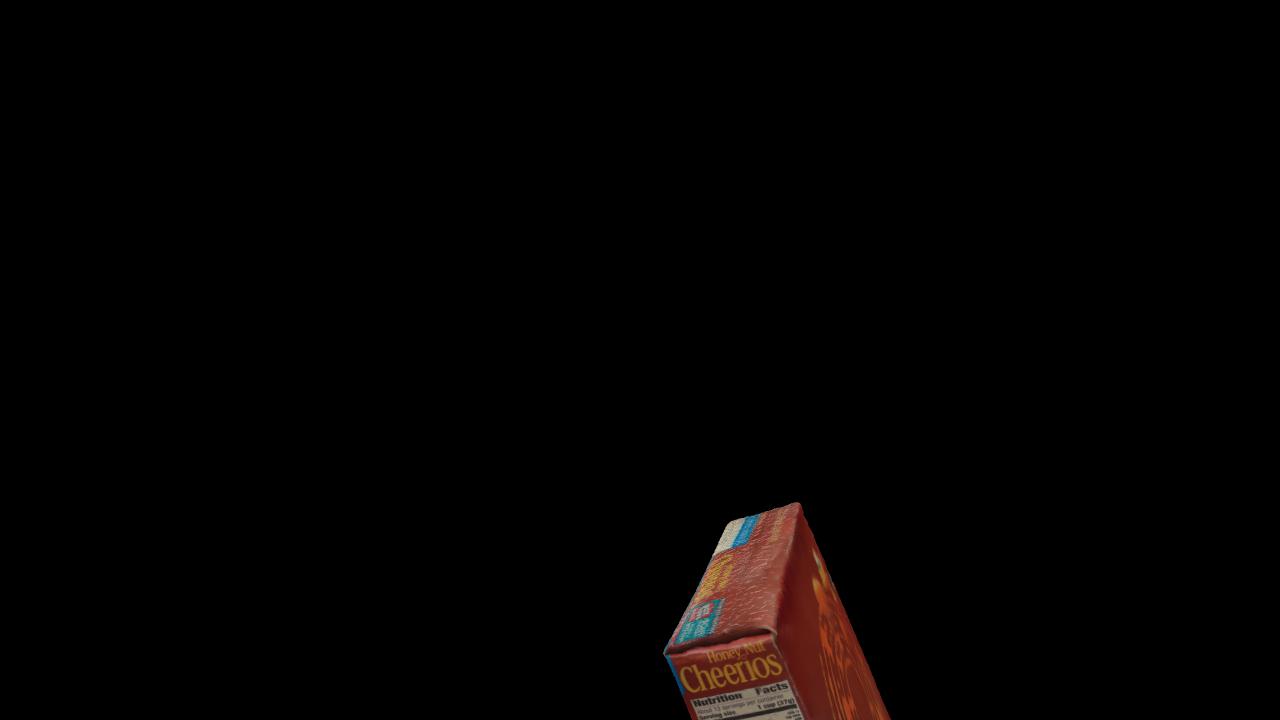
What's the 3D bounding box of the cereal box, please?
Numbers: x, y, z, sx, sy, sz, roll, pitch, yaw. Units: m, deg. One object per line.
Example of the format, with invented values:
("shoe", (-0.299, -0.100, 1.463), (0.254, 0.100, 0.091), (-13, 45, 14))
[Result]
("cereal box", (0.131, 0.280, 0.435), (0.081, 0.306, 0.203), (-24, 0, 20))
